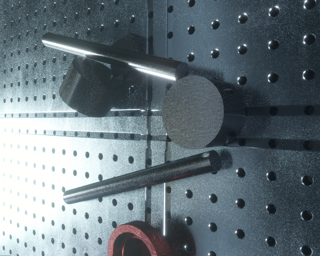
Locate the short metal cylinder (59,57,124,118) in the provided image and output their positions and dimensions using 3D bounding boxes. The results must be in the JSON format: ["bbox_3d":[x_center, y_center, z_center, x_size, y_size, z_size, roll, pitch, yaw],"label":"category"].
[{"bbox_3d":[-0.100,-0.060,0.457,0.080,0.081,0.050,49,119,29],"label":"short metal cylinder"}]

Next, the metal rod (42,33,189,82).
[{"bbox_3d":[-0.084,-0.108,0.446,0.300,0.025,0.025,23,104,38],"label":"metal rod"}]

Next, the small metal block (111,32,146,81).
[{"bbox_3d":[-0.046,-0.101,0.448,0.050,0.025,0.050,-19,78,38],"label":"small metal block"}]

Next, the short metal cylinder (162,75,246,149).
[{"bbox_3d":[0.049,-0.017,0.353,0.080,0.050,0.080,0,90,40],"label":"short metal cylinder"}]

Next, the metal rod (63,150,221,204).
[{"bbox_3d":[-0.047,0.079,0.448,0.299,0.025,0.025,-21,77,38],"label":"metal rod"}]

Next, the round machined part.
[{"bbox_3d":[-0.023,0.174,0.417,0.098,0.042,0.097,0,90,40],"label":"round machined part"}]
